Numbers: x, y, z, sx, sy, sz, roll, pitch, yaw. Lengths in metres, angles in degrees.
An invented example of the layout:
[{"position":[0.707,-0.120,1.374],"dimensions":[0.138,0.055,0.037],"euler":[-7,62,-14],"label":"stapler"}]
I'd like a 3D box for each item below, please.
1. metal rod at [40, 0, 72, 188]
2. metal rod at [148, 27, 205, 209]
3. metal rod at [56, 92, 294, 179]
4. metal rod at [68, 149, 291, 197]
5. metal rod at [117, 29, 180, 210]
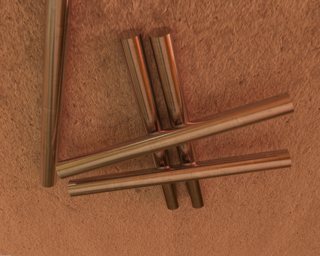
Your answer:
[{"position":[-0.132,-0.028,0.381],"dimensions":[0.025,0.025,0.298],"euler":[12,129,-10],"label":"metal rod"},{"position":[0.031,0.011,0.416],"dimensions":[0.025,0.025,0.299],"euler":[-9,130,8],"label":"metal rod"},{"position":[0.007,0.014,0.384],"dimensions":[0.301,0.025,0.025],"euler":[-17,128,13],"label":"metal rod"},{"position":[0.021,0.063,0.426],"dimensions":[0.301,0.025,0.025],"euler":[-9,130,7],"label":"metal rod"},{"position":[-0.005,0.014,0.418],"dimensions":[0.025,0.025,0.298],"euler":[-8,130,7],"label":"metal rod"}]
